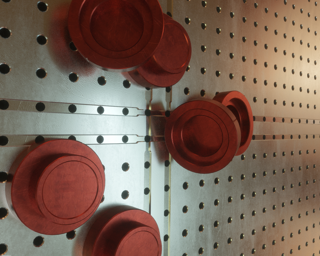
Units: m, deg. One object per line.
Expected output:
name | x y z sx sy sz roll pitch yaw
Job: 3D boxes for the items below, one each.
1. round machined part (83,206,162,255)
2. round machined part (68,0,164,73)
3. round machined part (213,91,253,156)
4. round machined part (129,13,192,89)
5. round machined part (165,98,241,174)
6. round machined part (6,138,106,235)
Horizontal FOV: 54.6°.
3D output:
round machined part | -0.037 0.145 0.367 0.099 0.042 0.097 0 90 -40
round machined part | -0.047 -0.109 0.339 0.099 0.042 0.097 0 90 -6
round machined part | 0.100 -0.007 0.477 0.099 0.042 0.097 1 88 -45
round machined part | 0.003 -0.101 0.399 0.099 0.042 0.097 0 90 -40
round machined part | 0.059 0.008 0.416 0.042 0.098 0.097 -27 109 -62
round machined part | -0.098 0.059 0.315 0.099 0.042 0.097 0 90 -40
